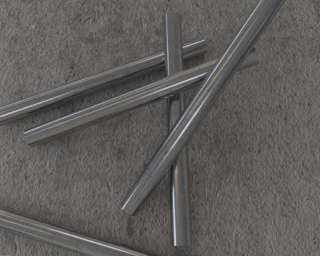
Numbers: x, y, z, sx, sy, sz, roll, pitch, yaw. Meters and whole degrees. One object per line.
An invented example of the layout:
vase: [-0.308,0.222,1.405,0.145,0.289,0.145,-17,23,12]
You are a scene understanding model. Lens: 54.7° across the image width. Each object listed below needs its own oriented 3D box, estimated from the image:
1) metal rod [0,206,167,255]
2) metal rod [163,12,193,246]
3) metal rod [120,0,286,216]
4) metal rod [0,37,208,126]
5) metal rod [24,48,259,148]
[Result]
metal rod: [-0.076,0.136,0.357,0.301,0.025,0.025,15,71,5]
metal rod: [0.021,-0.010,0.395,0.025,0.025,0.299,-1,76,-1]
metal rod: [0.045,-0.025,0.354,0.025,0.025,0.299,36,98,12]
metal rod: [-0.076,-0.067,0.431,0.302,0.025,0.025,-21,72,-8]
metal rod: [-0.028,-0.037,0.385,0.301,0.025,0.025,-20,71,7]
